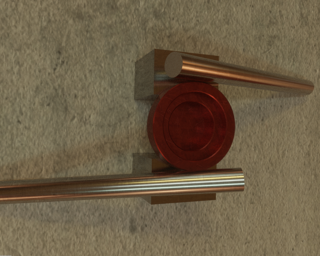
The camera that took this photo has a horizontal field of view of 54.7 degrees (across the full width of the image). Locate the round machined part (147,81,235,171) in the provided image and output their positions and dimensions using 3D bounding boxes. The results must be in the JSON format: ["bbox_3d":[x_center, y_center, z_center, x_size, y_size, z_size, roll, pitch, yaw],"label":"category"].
[{"bbox_3d":[0.032,-0.002,0.351,0.099,0.042,0.097,0,90,-21],"label":"round machined part"}]

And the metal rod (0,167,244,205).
[{"bbox_3d":[-0.066,0.063,0.328,0.302,0.025,0.025,-4,92,2],"label":"metal rod"}]

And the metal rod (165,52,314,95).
[{"bbox_3d":[0.125,-0.063,0.401,0.302,0.025,0.025,-1,91,-42],"label":"metal rod"}]

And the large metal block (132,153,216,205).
[{"bbox_3d":[0.015,0.059,0.387,0.081,0.080,0.050,1,90,-20],"label":"large metal block"}]

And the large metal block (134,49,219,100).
[{"bbox_3d":[0.017,-0.061,0.388,0.081,0.080,0.050,1,90,-20],"label":"large metal block"}]
